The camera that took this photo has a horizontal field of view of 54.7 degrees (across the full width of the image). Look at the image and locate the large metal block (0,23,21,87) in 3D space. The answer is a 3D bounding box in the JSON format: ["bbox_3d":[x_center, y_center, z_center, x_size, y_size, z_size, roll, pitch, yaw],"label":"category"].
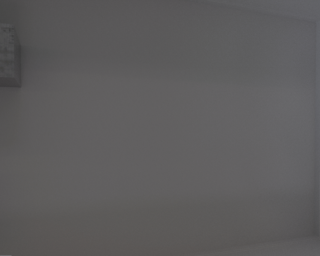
[{"bbox_3d":[-0.187,-0.072,0.312,0.081,0.080,0.050,-1,91,-20],"label":"large metal block"}]
